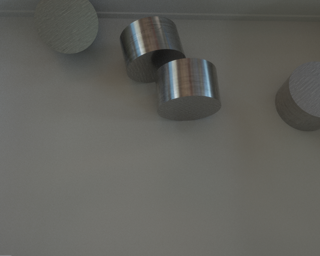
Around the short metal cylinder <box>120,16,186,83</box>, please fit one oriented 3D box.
[{"bbox_3d":[-0.010,-0.103,0.418,0.081,0.080,0.050,-12,71,-5],"label":"short metal cylinder"}]

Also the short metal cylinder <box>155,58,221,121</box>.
[{"bbox_3d":[0.035,-0.047,0.398,0.081,0.080,0.050,-3,70,-2],"label":"short metal cylinder"}]

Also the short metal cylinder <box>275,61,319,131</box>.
[{"bbox_3d":[0.203,-0.041,0.414,0.081,0.050,0.080,0,70,0],"label":"short metal cylinder"}]

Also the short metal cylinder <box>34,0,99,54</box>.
[{"bbox_3d":[-0.126,-0.145,0.427,0.081,0.050,0.079,-4,107,-12],"label":"short metal cylinder"}]
